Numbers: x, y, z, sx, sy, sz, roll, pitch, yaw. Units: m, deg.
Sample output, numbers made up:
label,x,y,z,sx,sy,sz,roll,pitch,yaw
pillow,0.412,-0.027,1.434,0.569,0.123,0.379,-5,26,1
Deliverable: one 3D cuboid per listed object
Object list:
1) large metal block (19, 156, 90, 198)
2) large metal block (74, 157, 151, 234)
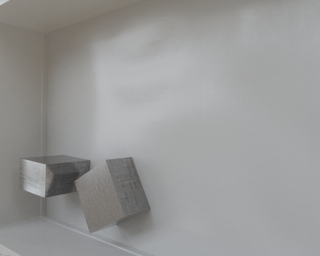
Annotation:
label,x,y,z,sx,sy,sz,roll,pitch,yaw
large metal block,-0.175,0.077,0.516,0.080,0.081,0.050,4,93,40
large metal block,-0.071,0.097,0.449,0.080,0.050,0.080,-34,69,35
